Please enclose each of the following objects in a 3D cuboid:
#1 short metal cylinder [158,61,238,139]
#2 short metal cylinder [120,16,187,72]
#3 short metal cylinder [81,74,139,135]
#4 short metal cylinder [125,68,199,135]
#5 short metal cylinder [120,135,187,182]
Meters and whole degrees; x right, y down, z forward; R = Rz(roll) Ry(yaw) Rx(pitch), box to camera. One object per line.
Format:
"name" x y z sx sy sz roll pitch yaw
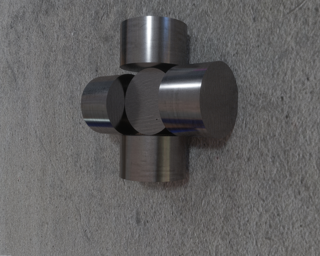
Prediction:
"short metal cylinder" 0.043 -0.030 0.334 0.050 0.081 0.079 3 92 40
"short metal cylinder" -0.008 -0.097 0.374 0.080 0.081 0.050 2 92 39
"short metal cylinder" -0.058 -0.031 0.416 0.050 0.081 0.079 3 92 40
"short metal cylinder" 0.002 -0.032 0.387 0.080 0.050 0.079 0 90 39
"short metal cylinder" -0.008 0.034 0.375 0.080 0.081 0.050 1 90 39
